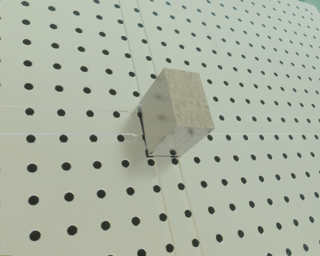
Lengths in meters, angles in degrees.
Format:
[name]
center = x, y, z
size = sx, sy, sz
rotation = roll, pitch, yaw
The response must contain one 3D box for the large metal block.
[large metal block]
center = 0.017, -0.017, 0.393
size = 0.050, 0.080, 0.080
rotation = 3, 60, -27
